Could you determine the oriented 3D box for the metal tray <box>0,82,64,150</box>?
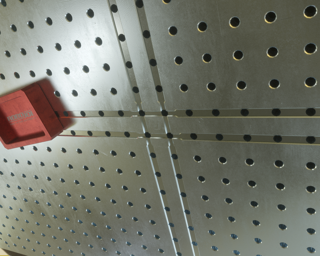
[{"bbox_3d":[-0.233,-0.016,0.517,0.130,0.030,0.090,-11,113,32],"label":"metal tray"}]
